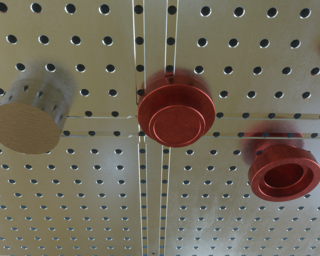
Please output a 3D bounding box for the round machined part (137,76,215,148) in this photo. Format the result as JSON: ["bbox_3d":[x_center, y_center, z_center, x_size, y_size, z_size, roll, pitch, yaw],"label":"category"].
[{"bbox_3d":[0.020,-0.013,0.390,0.099,0.042,0.097,-1,130,0],"label":"round machined part"}]

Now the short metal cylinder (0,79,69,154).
[{"bbox_3d":[-0.158,-0.013,0.382,0.081,0.050,0.079,-1,130,0],"label":"short metal cylinder"}]

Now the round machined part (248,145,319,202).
[{"bbox_3d":[0.179,0.063,0.457,0.099,0.042,0.097,-1,130,0],"label":"round machined part"}]
